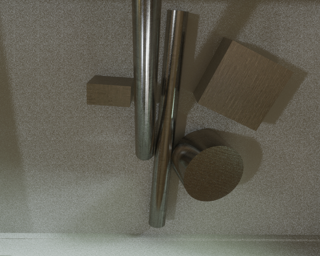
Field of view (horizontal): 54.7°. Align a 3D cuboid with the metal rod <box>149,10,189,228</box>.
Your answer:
[{"bbox_3d":[0.008,0.002,0.412,0.025,0.025,0.298,4,110,-2],"label":"metal rod"}]

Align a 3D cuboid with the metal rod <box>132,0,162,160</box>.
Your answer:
[{"bbox_3d":[-0.014,-0.061,0.312,0.025,0.025,0.298,2,140,-1],"label":"metal rod"}]

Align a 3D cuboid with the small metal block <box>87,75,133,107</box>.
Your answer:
[{"bbox_3d":[-0.059,-0.046,0.380,0.050,0.050,0.025,4,110,-2],"label":"small metal block"}]

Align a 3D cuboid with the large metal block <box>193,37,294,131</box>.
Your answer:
[{"bbox_3d":[0.098,-0.055,0.379,0.080,0.050,0.080,25,108,-9],"label":"large metal block"}]

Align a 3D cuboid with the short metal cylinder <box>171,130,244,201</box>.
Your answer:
[{"bbox_3d":[0.061,0.048,0.407,0.081,0.050,0.079,-6,114,-14],"label":"short metal cylinder"}]
